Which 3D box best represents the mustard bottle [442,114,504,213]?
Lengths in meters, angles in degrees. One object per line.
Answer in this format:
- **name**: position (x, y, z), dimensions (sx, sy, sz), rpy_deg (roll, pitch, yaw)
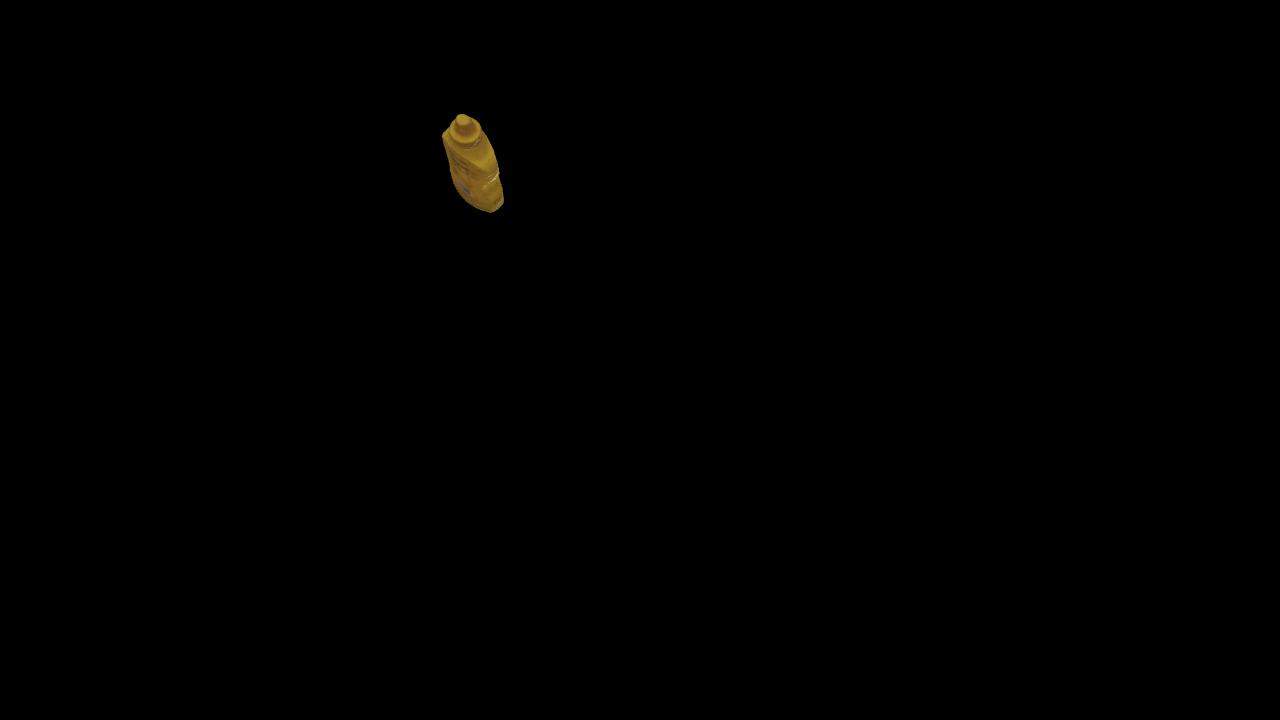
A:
- **mustard bottle**: position (-0.241, -0.288, 0.880), dimensions (0.054, 0.092, 0.184), rpy_deg (-42, -6, -16)
